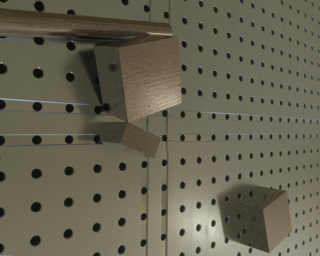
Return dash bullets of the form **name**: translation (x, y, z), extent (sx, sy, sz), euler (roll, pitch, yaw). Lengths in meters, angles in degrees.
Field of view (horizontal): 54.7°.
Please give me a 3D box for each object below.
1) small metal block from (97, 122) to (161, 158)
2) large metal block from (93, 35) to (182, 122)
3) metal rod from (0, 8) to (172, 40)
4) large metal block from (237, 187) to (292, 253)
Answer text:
- **small metal block**: translation (-0.037, 0.014, 0.364), extent (0.050, 0.050, 0.025), euler (28, 73, -37)
- **large metal block**: translation (-0.023, -0.061, 0.360), extent (0.081, 0.050, 0.079), euler (-22, 119, -35)
- **metal rod**: translation (-0.106, -0.106, 0.320), extent (0.302, 0.025, 0.025), euler (-11, 98, -40)
- **large metal block**: translation (0.189, 0.161, 0.556), extent (0.081, 0.050, 0.079), euler (-19, 102, -39)
